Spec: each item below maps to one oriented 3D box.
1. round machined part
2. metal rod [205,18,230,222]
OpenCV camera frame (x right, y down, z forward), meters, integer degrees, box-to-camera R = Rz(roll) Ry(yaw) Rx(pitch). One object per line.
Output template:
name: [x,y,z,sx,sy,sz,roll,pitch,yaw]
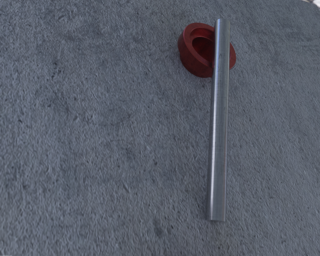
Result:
round machined part: [0.072,-0.121,0.508,0.099,0.042,0.098,14,56,-21]
metal rod: [0.082,-0.025,0.430,0.025,0.025,0.299,15,67,-20]
